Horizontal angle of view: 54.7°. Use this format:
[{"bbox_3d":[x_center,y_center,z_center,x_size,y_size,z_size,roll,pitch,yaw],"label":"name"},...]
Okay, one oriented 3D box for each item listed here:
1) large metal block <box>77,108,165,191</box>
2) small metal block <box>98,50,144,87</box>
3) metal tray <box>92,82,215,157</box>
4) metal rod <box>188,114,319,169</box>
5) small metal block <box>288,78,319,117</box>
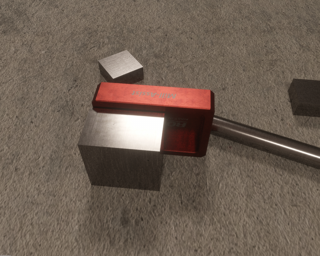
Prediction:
[{"bbox_3d":[-0.038,0.026,0.345,0.080,0.080,0.050,5,50,3],"label":"large metal block"},{"bbox_3d":[-0.060,-0.089,0.478,0.050,0.025,0.050,-26,55,-21],"label":"small metal block"},{"bbox_3d":[-0.007,-0.007,0.366,0.131,0.089,0.030,4,50,3],"label":"metal tray"},{"bbox_3d":[0.093,0.003,0.401,0.301,0.025,0.025,19,52,14],"label":"metal rod"},{"bbox_3d":[0.216,-0.043,0.442,0.050,0.025,0.050,5,50,4],"label":"small metal block"}]
